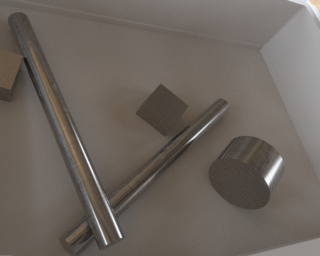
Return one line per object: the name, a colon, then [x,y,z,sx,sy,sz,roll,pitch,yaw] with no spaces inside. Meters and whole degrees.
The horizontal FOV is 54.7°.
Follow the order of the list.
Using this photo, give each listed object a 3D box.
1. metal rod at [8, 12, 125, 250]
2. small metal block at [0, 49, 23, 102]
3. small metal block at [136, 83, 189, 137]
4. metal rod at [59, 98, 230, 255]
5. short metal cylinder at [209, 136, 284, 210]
metal rod: [-0.111,-0.016,0.337,0.025,0.025,0.299,-14,63,-34]
small metal block: [-0.186,-0.062,0.344,0.050,0.025,0.050,15,56,-20]
small metal block: [0.004,-0.025,0.425,0.050,0.025,0.050,39,51,-2]
metal rod: [0.005,0.039,0.385,0.025,0.025,0.302,48,51,4]
short metal cylinder: [0.110,0.057,0.397,0.080,0.080,0.050,46,51,3]
